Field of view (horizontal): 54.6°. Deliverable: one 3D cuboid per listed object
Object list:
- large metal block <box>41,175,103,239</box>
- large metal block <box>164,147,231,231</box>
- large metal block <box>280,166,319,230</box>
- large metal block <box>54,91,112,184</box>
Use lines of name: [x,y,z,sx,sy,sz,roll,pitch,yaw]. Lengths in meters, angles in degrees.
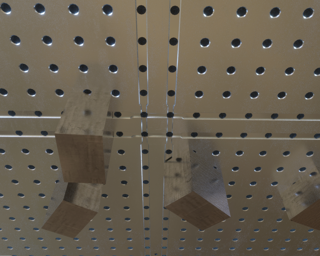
large metal block: [-0.127,0.103,0.462,0.050,0.080,0.080,27,125,-21]
large metal block: [0.052,0.089,0.451,0.050,0.080,0.080,-36,121,27]
large metal block: [0.258,0.116,0.496,0.080,0.050,0.080,22,127,-18]
large metal block: [-0.089,0.011,0.384,0.050,0.080,0.080,3,130,-3]
